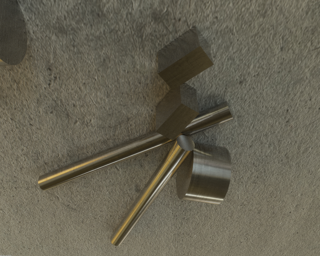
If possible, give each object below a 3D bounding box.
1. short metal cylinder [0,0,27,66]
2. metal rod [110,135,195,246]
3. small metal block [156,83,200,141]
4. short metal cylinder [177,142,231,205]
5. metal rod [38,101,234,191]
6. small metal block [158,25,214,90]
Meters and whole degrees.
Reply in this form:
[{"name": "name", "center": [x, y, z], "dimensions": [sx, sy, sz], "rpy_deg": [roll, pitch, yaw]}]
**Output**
[{"name": "short metal cylinder", "center": [-0.168, -0.096, 0.288], "dimensions": [0.050, 0.080, 0.080], "rpy_deg": [-5, 130, 4]}, {"name": "metal rod", "center": [-0.025, 0.115, 0.487], "dimensions": [0.025, 0.025, 0.298], "rpy_deg": [17, 133, -15]}, {"name": "small metal block", "center": [0.019, -0.022, 0.372], "dimensions": [0.025, 0.050, 0.050], "rpy_deg": [28, 125, -22]}, {"name": "short metal cylinder", "center": [0.057, 0.061, 0.423], "dimensions": [0.050, 0.080, 0.079], "rpy_deg": [11, 129, -9]}, {"name": "metal rod", "center": [-0.045, 0.031, 0.432], "dimensions": [0.300, 0.025, 0.025], "rpy_deg": [-22, 127, 17]}, {"name": "small metal block", "center": [0.025, -0.075, 0.327], "dimensions": [0.050, 0.050, 0.025], "rpy_deg": [-30, 124, 23]}]
